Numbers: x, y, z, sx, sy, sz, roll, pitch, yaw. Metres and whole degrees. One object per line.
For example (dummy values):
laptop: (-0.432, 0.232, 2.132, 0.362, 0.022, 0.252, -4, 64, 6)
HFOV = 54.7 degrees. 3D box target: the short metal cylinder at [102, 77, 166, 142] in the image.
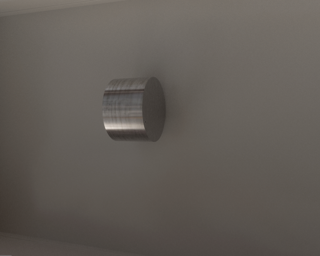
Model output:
short metal cylinder: (-0.030, -0.023, 0.388, 0.050, 0.080, 0.079, 0, 90, 20)
